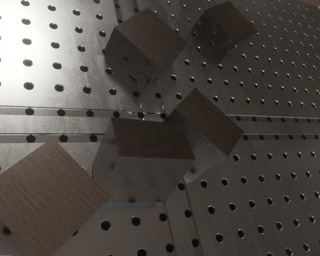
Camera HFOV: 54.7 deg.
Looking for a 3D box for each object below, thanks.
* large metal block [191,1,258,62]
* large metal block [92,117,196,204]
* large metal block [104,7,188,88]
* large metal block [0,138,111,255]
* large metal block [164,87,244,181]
[{"bbox_3d":[0.119,-0.178,0.567,0.081,0.050,0.080,-35,82,-39],"label":"large metal block"},{"bbox_3d":[-0.021,0.037,0.333,0.081,0.079,0.050,5,45,-26],"label":"large metal block"},{"bbox_3d":[-0.020,-0.119,0.455,0.080,0.050,0.080,42,51,0],"label":"large metal block"},{"bbox_3d":[-0.109,0.070,0.291,0.080,0.050,0.080,45,51,2],"label":"large metal block"},{"bbox_3d":[0.042,0.010,0.391,0.080,0.080,0.050,43,51,1],"label":"large metal block"}]
